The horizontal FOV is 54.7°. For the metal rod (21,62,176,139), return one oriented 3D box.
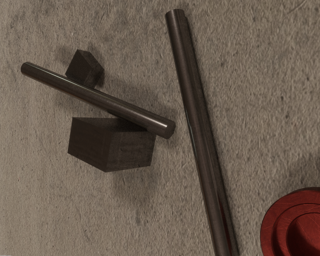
[{"bbox_3d":[-0.109,-0.050,0.465,0.300,0.025,0.025,24,105,28],"label":"metal rod"}]

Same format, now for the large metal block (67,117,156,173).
[{"bbox_3d":[-0.065,0.019,0.420,0.080,0.081,0.050,18,102,38],"label":"large metal block"}]

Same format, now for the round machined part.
[{"bbox_3d":[0.144,0.101,0.274,0.098,0.042,0.097,0,90,39],"label":"round machined part"}]

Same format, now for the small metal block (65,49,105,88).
[{"bbox_3d":[-0.123,-0.091,0.504,0.050,0.025,0.050,50,119,28],"label":"small metal block"}]

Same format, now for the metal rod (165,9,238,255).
[{"bbox_3d":[0.047,0.002,0.364,0.025,0.025,0.298,-18,79,38],"label":"metal rod"}]
